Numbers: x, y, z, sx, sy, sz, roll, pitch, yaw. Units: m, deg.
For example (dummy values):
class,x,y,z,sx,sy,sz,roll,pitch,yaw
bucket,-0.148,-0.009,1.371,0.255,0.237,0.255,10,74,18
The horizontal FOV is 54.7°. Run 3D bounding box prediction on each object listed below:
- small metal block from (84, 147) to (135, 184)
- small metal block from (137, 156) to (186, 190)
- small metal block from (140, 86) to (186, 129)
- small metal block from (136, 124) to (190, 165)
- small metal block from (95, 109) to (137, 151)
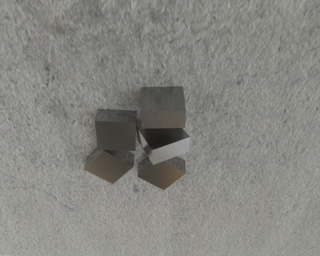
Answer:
class,x,y,z,sx,sy,sz,roll,pitch,yaw
small metal block,-0.073,0.049,0.448,0.050,0.025,0.050,33,123,-25
small metal block,0.002,0.060,0.459,0.050,0.025,0.050,32,123,-25
small metal block,0.004,-0.025,0.369,0.050,0.050,0.025,-1,130,0
small metal block,0.003,0.014,0.392,0.050,0.050,0.025,-18,133,-18
small metal block,-0.057,0.003,0.409,0.050,0.025,0.050,3,130,-3
